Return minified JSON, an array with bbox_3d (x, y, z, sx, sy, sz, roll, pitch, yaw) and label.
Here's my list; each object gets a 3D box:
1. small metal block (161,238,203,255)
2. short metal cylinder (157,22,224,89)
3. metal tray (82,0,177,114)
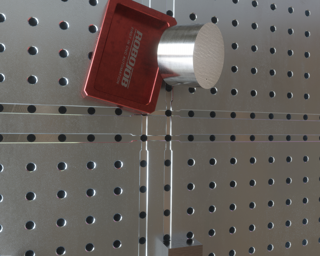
[{"bbox_3d":[0.030,0.183,0.424,0.050,0.025,0.050,2,90,-20],"label":"small metal block"},{"bbox_3d":[0.041,-0.092,0.395,0.081,0.050,0.079,-18,113,-51],"label":"short metal cylinder"},{"bbox_3d":[-0.038,-0.090,0.395,0.091,0.030,0.129,16,85,-20],"label":"metal tray"}]
